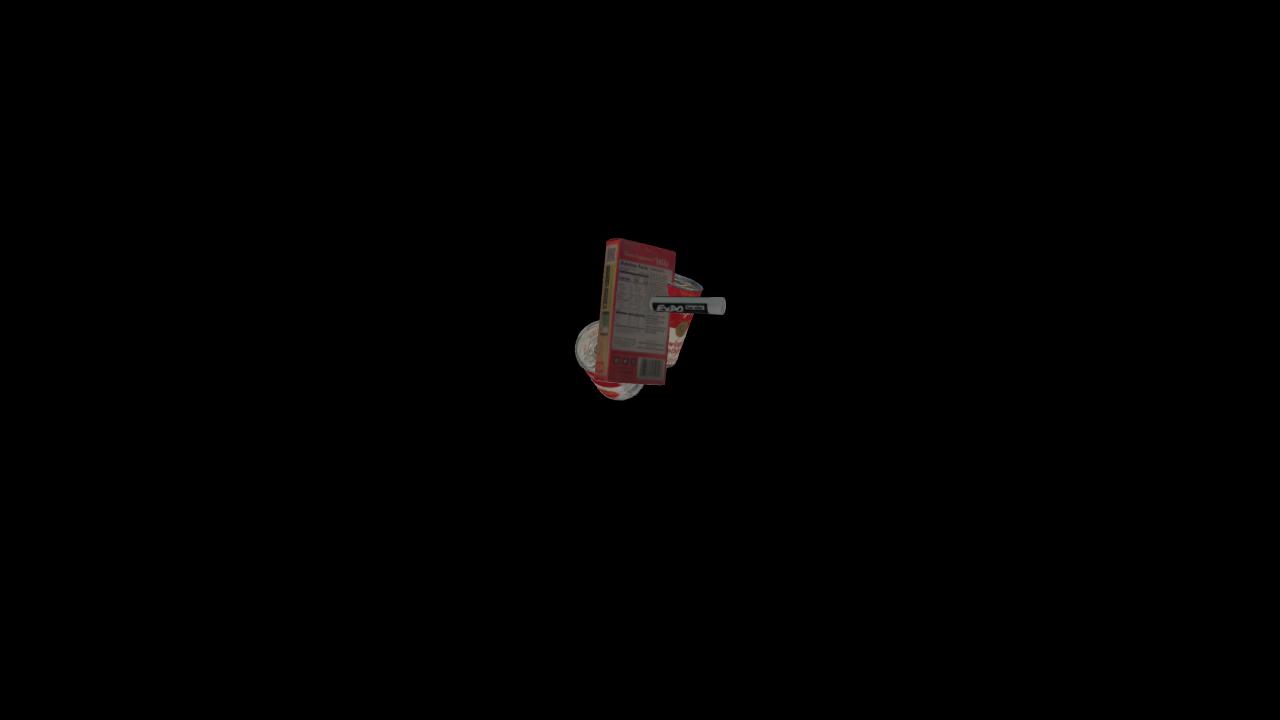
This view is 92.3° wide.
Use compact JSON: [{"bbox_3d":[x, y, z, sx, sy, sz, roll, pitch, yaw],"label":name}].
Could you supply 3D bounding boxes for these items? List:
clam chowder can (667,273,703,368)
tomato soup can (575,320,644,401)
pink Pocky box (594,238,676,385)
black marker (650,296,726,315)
[{"bbox_3d":[0.027,-0.050,0.737,0.068,0.102,0.068,17,19,-6],"label":"clam chowder can"},{"bbox_3d":[-0.032,0.002,0.737,0.068,0.068,0.101,0,-21,11],"label":"tomato soup can"},{"bbox_3d":[-0.004,-0.051,0.683,0.084,0.155,0.029,5,0,-40],"label":"pink Pocky box"},{"bbox_3d":[0.034,-0.061,0.674,0.121,0.020,0.020,5,2,26],"label":"black marker"}]
